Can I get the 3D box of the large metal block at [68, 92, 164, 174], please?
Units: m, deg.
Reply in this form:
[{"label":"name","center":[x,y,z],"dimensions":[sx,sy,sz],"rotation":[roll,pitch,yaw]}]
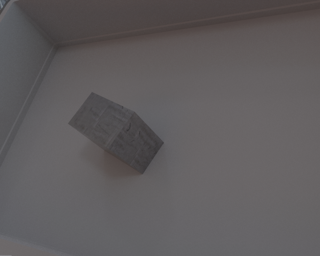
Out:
[{"label":"large metal block","center":[-0.054,0.007,0.396],"dimensions":[0.080,0.080,0.050],"rotation":[25,76,37]}]
